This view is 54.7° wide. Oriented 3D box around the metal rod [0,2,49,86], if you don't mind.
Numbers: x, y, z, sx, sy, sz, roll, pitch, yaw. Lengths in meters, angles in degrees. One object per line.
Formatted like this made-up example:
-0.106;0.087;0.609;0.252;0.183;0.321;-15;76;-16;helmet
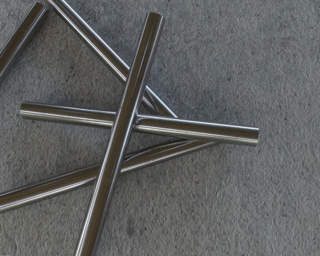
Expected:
-0.239;-0.053;0.425;0.025;0.025;0.300;22;71;7;metal rod

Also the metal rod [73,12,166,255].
-0.047;0.008;0.366;0.025;0.025;0.299;16;85;5;metal rod

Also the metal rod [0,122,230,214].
-0.050;0.048;0.390;0.302;0.025;0.025;-17;71;-6;metal rod

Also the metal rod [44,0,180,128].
-0.081;-0.111;0.447;0.025;0.025;0.300;-40;75;-13;metal rod

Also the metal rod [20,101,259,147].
-0.032;-0.007;0.393;0.301;0.025;0.025;7;70;9;metal rod
